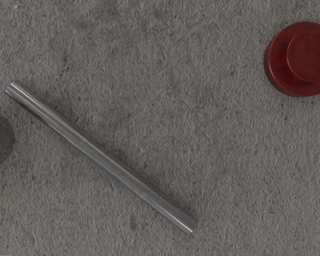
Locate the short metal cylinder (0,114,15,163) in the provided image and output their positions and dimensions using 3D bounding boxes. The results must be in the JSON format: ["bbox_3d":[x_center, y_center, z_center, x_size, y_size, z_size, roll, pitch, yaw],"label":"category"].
[{"bbox_3d":[-0.238,0.015,0.395,0.081,0.050,0.079,0,90,0],"label":"short metal cylinder"}]

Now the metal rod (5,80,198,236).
[{"bbox_3d":[-0.076,0.039,0.409,0.300,0.025,0.025,38,90,0],"label":"metal rod"}]

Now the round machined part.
[{"bbox_3d":[0.191,-0.090,0.403,0.099,0.042,0.097,0,90,0],"label":"round machined part"}]
